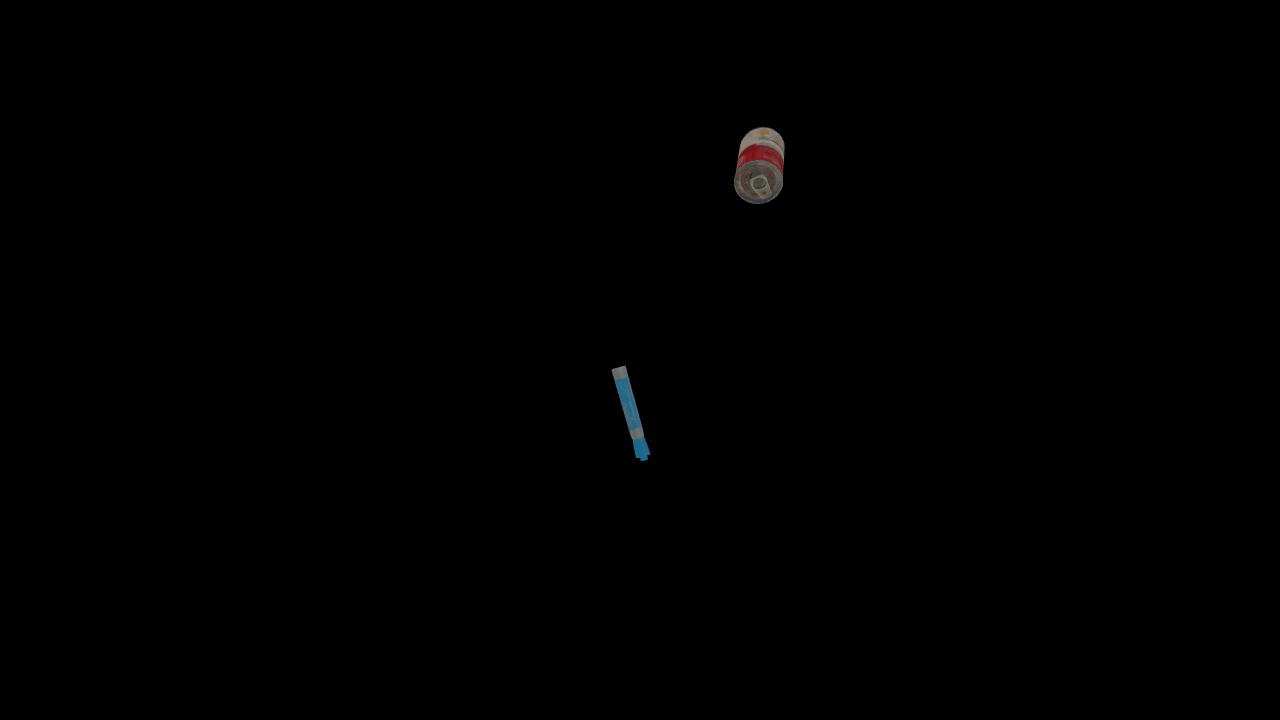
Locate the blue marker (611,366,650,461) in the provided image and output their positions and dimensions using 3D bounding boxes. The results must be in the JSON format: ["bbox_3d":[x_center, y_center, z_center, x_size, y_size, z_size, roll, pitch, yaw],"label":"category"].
[{"bbox_3d":[-0.011,0.067,0.770,0.020,0.121,0.020,-16,-2,0],"label":"blue marker"}]

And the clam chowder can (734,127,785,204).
[{"bbox_3d":[0.173,-0.281,0.883,0.068,0.102,0.068,8,-42,8],"label":"clam chowder can"}]
